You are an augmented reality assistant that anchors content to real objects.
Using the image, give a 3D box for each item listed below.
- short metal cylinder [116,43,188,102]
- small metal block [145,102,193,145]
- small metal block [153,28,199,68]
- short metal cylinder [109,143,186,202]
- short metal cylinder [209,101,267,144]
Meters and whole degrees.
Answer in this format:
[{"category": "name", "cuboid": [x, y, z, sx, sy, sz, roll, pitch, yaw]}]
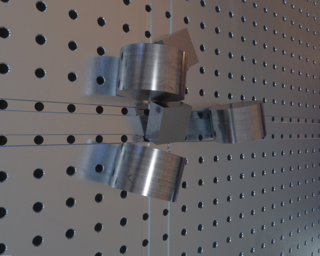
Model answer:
[{"category": "short metal cylinder", "cuboid": [-0.009, -0.062, 0.366, 0.081, 0.080, 0.050, 8, 85, -40]}, {"category": "small metal block", "cuboid": [0.012, -0.008, 0.409, 0.050, 0.025, 0.050, -6, 114, -40]}, {"category": "small metal block", "cuboid": [0.021, -0.103, 0.427, 0.050, 0.025, 0.050, -36, 112, -34]}, {"category": "short metal cylinder", "cuboid": [-0.014, 0.052, 0.361, 0.080, 0.080, 0.050, 23, 76, -38]}, {"category": "short metal cylinder", "cuboid": [0.118, -0.010, 0.472, 0.081, 0.080, 0.050, -16, 101, -39]}]
